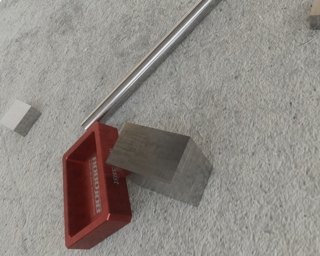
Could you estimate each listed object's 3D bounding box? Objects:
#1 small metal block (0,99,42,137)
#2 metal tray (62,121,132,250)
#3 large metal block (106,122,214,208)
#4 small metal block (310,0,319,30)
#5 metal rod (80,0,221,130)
[{"bbox_3d":[-0.243,-0.018,0.539,0.050,0.025,0.050,20,72,35],"label":"small metal block"},{"bbox_3d":[-0.082,0.068,0.378,0.090,0.030,0.130,-41,47,30],"label":"metal tray"},{"bbox_3d":[0.003,0.041,0.341,0.080,0.080,0.050,13,68,33],"label":"large metal block"},{"bbox_3d":[0.217,-0.149,0.381,0.050,0.025,0.050,11,67,32],"label":"small metal block"},{"bbox_3d":[-0.008,-0.108,0.472,0.300,0.025,0.025,-47,52,-6],"label":"metal rod"}]
